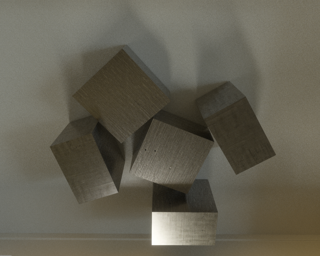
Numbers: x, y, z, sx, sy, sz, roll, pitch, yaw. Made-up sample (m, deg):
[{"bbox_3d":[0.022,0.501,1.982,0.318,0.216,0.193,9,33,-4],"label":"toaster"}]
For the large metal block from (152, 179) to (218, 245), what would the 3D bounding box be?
[{"bbox_3d":[0.030,0.112,0.423,0.081,0.080,0.050,1,110,-1],"label":"large metal block"}]

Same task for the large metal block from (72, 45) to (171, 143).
[{"bbox_3d":[-0.044,-0.043,0.380,0.080,0.050,0.080,-40,106,13],"label":"large metal block"}]

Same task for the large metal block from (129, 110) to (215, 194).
[{"bbox_3d":[0.014,0.029,0.407,0.080,0.050,0.079,21,109,-8],"label":"large metal block"}]

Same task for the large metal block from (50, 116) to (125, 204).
[{"bbox_3d":[-0.086,0.035,0.392,0.050,0.080,0.080,-18,109,6],"label":"large metal block"}]

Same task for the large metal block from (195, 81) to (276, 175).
[{"bbox_3d":[0.089,-0.003,0.380,0.050,0.080,0.080,-29,108,10],"label":"large metal block"}]
